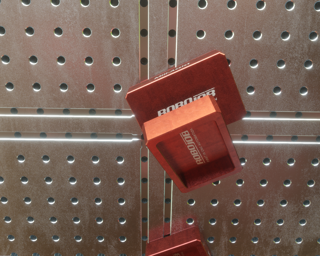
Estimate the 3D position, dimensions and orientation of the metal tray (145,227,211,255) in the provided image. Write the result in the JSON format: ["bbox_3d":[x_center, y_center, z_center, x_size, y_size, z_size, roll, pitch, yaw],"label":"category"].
[{"bbox_3d":[0.043,0.229,0.495,0.090,0.030,0.130,-22,109,8],"label":"metal tray"}]

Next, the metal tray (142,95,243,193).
[{"bbox_3d":[0.045,0.027,0.390,0.090,0.030,0.130,-24,136,9],"label":"metal tray"}]

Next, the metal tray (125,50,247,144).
[{"bbox_3d":[0.033,-0.033,0.399,0.130,0.030,0.090,-23,109,8],"label":"metal tray"}]
